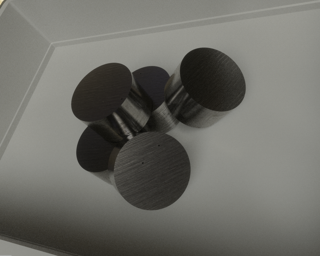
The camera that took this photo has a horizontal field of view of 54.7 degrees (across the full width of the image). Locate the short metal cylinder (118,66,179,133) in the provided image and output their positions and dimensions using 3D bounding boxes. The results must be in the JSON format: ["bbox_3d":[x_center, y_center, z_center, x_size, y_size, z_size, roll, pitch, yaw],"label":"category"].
[{"bbox_3d":[-0.013,-0.036,0.414,0.080,0.050,0.080,-13,56,20],"label":"short metal cylinder"}]

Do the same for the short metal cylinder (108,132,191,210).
[{"bbox_3d":[-0.013,0.044,0.338,0.080,0.080,0.050,-55,12,-11],"label":"short metal cylinder"}]

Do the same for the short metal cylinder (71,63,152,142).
[{"bbox_3d":[-0.056,-0.030,0.368,0.080,0.050,0.080,-13,56,20],"label":"short metal cylinder"}]

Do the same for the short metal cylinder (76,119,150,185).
[{"bbox_3d":[-0.059,0.029,0.400,0.080,0.050,0.080,-13,56,20],"label":"short metal cylinder"}]

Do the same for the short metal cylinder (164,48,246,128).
[{"bbox_3d":[0.051,-0.046,0.361,0.081,0.050,0.080,8,66,-17],"label":"short metal cylinder"}]
